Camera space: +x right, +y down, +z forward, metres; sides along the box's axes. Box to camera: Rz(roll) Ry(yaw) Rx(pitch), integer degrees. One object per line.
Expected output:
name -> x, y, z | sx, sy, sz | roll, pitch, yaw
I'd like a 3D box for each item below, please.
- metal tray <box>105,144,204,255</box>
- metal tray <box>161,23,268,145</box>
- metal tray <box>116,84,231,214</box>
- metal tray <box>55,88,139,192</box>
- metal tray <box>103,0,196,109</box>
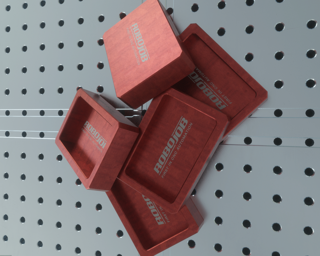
metal tray -> -0.014, 0.095, 0.414 | 0.090, 0.030, 0.130 | -34, 79, 16
metal tray -> 0.057, -0.054, 0.389 | 0.090, 0.030, 0.130 | -45, 77, 14
metal tray -> 0.014, 0.024, 0.372 | 0.090, 0.030, 0.129 | 30, 99, 17
metal tray -> -0.088, 0.011, 0.407 | 0.130, 0.030, 0.090 | 37, 103, 47
metal tray -> -0.019, -0.096, 0.384 | 0.090, 0.030, 0.130 | -32, 50, 16
